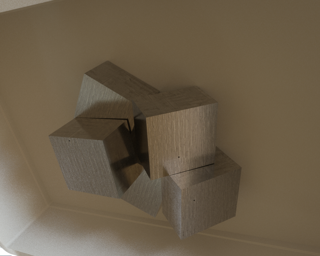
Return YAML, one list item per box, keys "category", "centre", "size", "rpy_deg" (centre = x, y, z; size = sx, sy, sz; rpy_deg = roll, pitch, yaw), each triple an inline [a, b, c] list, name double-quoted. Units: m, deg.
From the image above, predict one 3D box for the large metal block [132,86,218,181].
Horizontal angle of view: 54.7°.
- category: "large metal block"
  centre: [0.017, 0.004, 0.356]
  size: [0.081, 0.050, 0.079]
  rpy_deg: [-13, 122, -17]

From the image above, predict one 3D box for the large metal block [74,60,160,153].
- category: "large metal block"
  centre: [-0.059, -0.027, 0.404]
  size: [0.080, 0.050, 0.079]
  rpy_deg: [31, 128, 7]

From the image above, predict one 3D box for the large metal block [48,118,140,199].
- category: "large metal block"
  centre: [-0.079, 0.035, 0.386]
  size: [0.080, 0.050, 0.079]
  rpy_deg: [3, 119, 27]

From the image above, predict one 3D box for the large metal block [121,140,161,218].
- category: "large metal block"
  centre: [-0.022, 0.067, 0.438]
  size: [0.080, 0.050, 0.079]
  rpy_deg: [26, 128, 11]

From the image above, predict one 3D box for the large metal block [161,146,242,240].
- category: "large metal block"
  centre: [0.049, 0.079, 0.384]
  size: [0.050, 0.081, 0.079]
  rpy_deg: [45, 144, 51]
